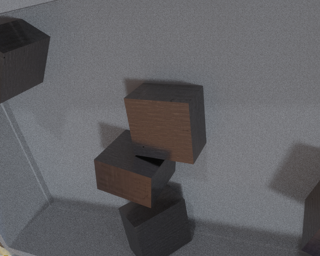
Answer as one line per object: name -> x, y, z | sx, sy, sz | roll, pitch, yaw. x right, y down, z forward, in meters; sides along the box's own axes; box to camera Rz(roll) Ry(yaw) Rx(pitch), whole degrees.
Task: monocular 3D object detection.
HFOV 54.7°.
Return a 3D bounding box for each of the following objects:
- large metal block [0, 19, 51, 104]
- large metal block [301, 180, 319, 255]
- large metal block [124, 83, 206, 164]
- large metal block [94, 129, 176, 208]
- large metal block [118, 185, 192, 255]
large metal block -> -0.203, -0.092, 0.423 | 0.050, 0.080, 0.079 | 33, 129, 7
large metal block -> 0.194, 0.087, 0.325 | 0.050, 0.080, 0.079 | 25, 127, 13
large metal block -> 0.009, -0.008, 0.383 | 0.080, 0.050, 0.079 | 7, 121, 25
large metal block -> -0.031, 0.051, 0.421 | 0.080, 0.080, 0.050 | 15, 124, 20
large metal block -> -0.006, 0.142, 0.454 | 0.050, 0.081, 0.079 | 29, 136, 53
